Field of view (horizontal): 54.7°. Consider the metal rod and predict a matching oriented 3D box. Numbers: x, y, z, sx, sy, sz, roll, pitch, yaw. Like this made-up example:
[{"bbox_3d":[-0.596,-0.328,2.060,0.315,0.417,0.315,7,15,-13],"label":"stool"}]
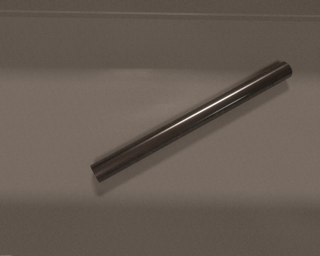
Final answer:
[{"bbox_3d":[0.049,-0.013,0.414,0.302,0.025,0.025,-28,73,-10],"label":"metal rod"}]
